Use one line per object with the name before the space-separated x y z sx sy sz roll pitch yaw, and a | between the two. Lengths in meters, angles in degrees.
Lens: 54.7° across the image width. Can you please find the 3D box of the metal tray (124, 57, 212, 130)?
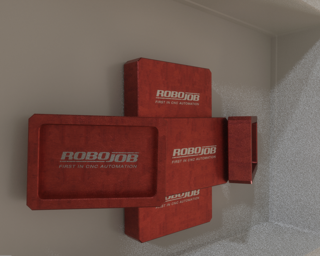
metal tray | 0.015 -0.039 0.412 0.131 0.030 0.089 -1 91 -40

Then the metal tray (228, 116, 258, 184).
metal tray | 0.128 0.027 0.467 0.130 0.030 0.089 -6 95 -69

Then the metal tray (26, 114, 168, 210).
metal tray | -0.060 0.033 0.311 0.131 0.030 0.089 1 90 -11

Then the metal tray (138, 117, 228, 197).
metal tray | 0.034 0.032 0.391 0.131 0.030 0.089 -2 91 -40

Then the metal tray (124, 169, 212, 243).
metal tray | 0.015 0.090 0.413 0.131 0.030 0.089 -1 91 -40
